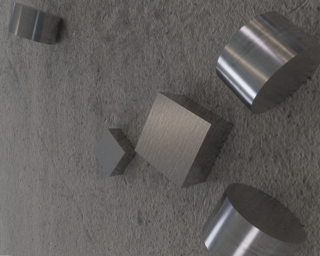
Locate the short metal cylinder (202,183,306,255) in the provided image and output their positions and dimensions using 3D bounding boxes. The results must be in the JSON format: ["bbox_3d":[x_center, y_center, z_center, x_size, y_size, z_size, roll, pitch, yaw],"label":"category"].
[{"bbox_3d":[0.088,0.098,0.297,0.080,0.081,0.050,39,114,33],"label":"short metal cylinder"}]

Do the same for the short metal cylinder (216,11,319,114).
[{"bbox_3d":[0.100,-0.058,0.287,0.080,0.081,0.050,-51,60,28],"label":"short metal cylinder"}]

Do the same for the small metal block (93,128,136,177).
[{"bbox_3d":[-0.067,0.036,0.461,0.050,0.025,0.050,50,119,28],"label":"small metal block"}]

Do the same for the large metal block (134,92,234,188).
[{"bbox_3d":[0.026,0.012,0.367,0.080,0.050,0.079,35,112,34],"label":"large metal block"}]

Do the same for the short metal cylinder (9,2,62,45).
[{"bbox_3d":[-0.222,-0.186,0.553,0.080,0.081,0.050,30,109,36],"label":"short metal cylinder"}]
